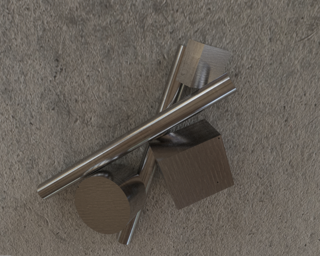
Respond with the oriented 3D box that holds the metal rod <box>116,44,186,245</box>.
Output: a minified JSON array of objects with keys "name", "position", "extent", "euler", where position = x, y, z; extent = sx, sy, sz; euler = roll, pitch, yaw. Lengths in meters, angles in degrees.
[{"name":"metal rod","position":[-0.010,0.035,0.423],"extent":[0.025,0.025,0.298],"euler":[16,109,-6]}]

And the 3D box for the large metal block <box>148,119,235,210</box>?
[{"name":"large metal block","position":[0.041,0.046,0.399],"extent":[0.080,0.050,0.080],"euler":[-23,118,-5]}]

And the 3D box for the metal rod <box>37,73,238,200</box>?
[{"name":"metal rod","position":[-0.041,0.019,0.399],"extent":[0.300,0.025,0.025],"euler":[-30,108,17]}]

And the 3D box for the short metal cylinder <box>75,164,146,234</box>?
[{"name":"short metal cylinder","position":[-0.066,0.094,0.418],"extent":[0.080,0.050,0.079],"euler":[5,104,19]}]

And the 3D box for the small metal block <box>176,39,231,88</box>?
[{"name":"small metal block","position":[0.052,-0.075,0.371],"extent":[0.050,0.025,0.050],"euler":[-1,116,-43]}]
